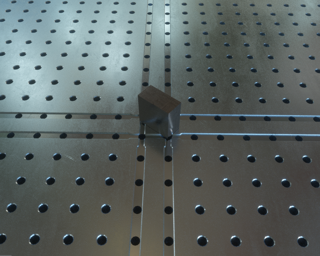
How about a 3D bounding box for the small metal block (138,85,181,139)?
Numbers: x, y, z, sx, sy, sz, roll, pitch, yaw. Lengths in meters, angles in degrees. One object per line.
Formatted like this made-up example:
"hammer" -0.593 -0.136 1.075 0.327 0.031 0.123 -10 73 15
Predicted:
"small metal block" -0.001 -0.021 0.409 0.050 0.050 0.025 33 57 24
